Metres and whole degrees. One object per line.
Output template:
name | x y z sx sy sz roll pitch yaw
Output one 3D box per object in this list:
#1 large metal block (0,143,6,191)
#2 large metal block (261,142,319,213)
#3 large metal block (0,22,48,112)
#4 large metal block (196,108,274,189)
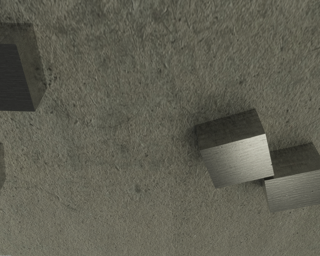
large metal block | -0.272 0.060 0.439 0.081 0.050 0.079 11 129 -10
large metal block | 0.193 0.075 0.456 0.080 0.050 0.080 -14 129 11
large metal block | -0.176 -0.065 0.333 0.081 0.050 0.079 1 130 -2
large metal block | 0.101 0.030 0.417 0.080 0.050 0.080 -16 129 13
